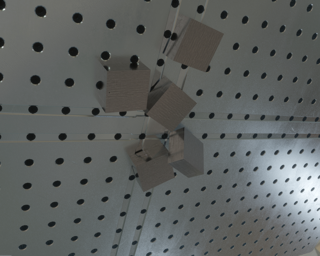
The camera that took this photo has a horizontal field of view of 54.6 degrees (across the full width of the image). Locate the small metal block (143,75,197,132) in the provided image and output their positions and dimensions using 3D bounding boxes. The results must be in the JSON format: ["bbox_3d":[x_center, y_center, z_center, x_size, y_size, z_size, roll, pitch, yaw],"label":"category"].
[{"bbox_3d":[0.011,-0.030,0.398,0.050,0.025,0.050,-50,129,7],"label":"small metal block"}]

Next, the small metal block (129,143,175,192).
[{"bbox_3d":[-0.010,0.056,0.439,0.050,0.025,0.050,-23,127,-15],"label":"small metal block"}]

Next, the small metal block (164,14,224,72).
[{"bbox_3d":[0.040,-0.100,0.370,0.050,0.025,0.050,12,112,-33],"label":"small metal block"}]

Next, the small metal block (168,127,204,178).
[{"bbox_3d":[0.037,0.035,0.433,0.025,0.050,0.050,-21,138,32],"label":"small metal block"}]

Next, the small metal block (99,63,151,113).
[{"bbox_3d":[-0.041,-0.047,0.359,0.050,0.025,0.050,-7,121,-25],"label":"small metal block"}]
